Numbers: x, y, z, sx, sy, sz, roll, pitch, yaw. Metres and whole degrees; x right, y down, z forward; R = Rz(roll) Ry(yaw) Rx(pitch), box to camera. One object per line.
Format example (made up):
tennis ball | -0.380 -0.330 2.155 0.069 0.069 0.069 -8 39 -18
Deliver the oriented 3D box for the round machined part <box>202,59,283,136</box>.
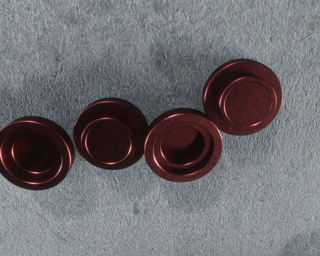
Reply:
round machined part | 0.105 -0.035 0.389 0.099 0.042 0.097 0 110 0

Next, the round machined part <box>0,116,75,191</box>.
round machined part | -0.162 0.030 0.410 0.099 0.042 0.097 0 110 0

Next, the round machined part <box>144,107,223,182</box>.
round machined part | 0.028 0.019 0.404 0.099 0.042 0.097 -2 114 -5

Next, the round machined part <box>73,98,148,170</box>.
round machined part | -0.064 0.013 0.405 0.099 0.042 0.097 0 110 0
